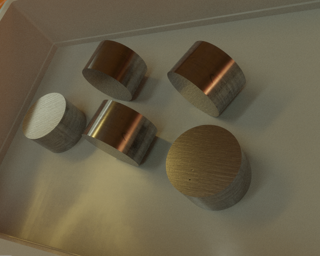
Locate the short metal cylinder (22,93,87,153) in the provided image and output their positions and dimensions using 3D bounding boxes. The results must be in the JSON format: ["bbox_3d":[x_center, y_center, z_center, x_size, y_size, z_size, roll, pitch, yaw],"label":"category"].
[{"bbox_3d":[-0.163,-0.008,0.480,0.080,0.050,0.080,-13,56,21],"label":"short metal cylinder"}]

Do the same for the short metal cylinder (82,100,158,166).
[{"bbox_3d":[-0.050,0.007,0.392,0.080,0.080,0.050,17,71,35],"label":"short metal cylinder"}]

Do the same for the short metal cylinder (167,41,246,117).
[{"bbox_3d":[0.056,-0.059,0.377,0.050,0.080,0.080,-49,51,-6],"label":"short metal cylinder"}]

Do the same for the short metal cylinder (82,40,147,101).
[{"bbox_3d":[-0.066,-0.083,0.456,0.080,0.080,0.050,15,70,34],"label":"short metal cylinder"}]

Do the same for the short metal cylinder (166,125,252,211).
[{"bbox_3d":[0.053,0.043,0.335,0.080,0.050,0.080,-13,56,21],"label":"short metal cylinder"}]
